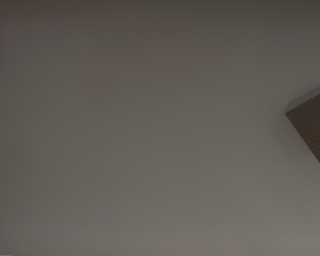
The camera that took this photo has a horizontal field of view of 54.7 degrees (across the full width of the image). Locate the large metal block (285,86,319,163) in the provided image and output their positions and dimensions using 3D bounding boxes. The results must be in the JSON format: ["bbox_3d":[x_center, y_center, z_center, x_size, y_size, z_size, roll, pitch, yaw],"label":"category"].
[{"bbox_3d":[0.216,-0.012,0.383,0.080,0.050,0.080,-35,90,32],"label":"large metal block"}]
